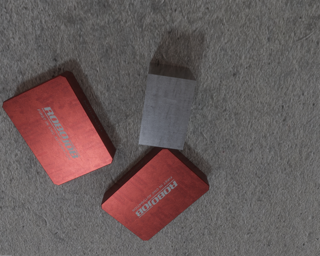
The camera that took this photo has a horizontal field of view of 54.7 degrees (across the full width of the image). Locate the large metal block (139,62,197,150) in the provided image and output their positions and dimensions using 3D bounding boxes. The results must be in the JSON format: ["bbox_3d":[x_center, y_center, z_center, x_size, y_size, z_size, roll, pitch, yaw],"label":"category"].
[{"bbox_3d":[0.007,-0.029,0.370,0.050,0.080,0.079,8,110,-3],"label":"large metal block"}]

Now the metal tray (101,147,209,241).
[{"bbox_3d":[-0.007,0.091,0.441,0.090,0.030,0.130,43,104,-15],"label":"metal tray"}]

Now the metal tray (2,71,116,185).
[{"bbox_3d":[-0.127,0.002,0.406,0.090,0.030,0.129,-24,109,8],"label":"metal tray"}]
